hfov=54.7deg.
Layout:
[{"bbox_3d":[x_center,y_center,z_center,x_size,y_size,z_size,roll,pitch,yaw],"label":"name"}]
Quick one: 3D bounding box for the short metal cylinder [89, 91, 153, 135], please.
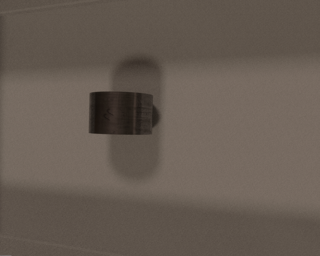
[{"bbox_3d":[-0.050,-0.018,0.398,0.080,0.080,0.050,2,91,19],"label":"short metal cylinder"}]
